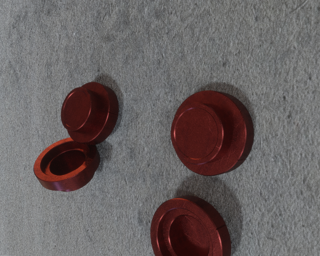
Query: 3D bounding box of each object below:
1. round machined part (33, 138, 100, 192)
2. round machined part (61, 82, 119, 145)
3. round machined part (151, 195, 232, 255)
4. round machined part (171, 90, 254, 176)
[{"bbox_3d":[-0.142,0.061,0.487,0.098,0.099,0.042,23,141,37],"label":"round machined part"},{"bbox_3d":[-0.114,-0.025,0.476,0.098,0.042,0.098,-9,73,34],"label":"round machined part"},{"bbox_3d":[0.039,0.127,0.362,0.098,0.042,0.097,0,90,40],"label":"round machined part"},{"bbox_3d":[0.051,0.006,0.352,0.098,0.042,0.097,0,90,40],"label":"round machined part"}]
